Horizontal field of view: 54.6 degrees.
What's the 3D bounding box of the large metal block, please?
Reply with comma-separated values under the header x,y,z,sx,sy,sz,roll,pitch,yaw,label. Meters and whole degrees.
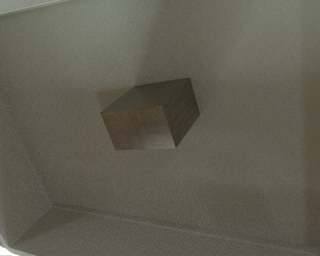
x,y,z,sx,sy,sz,roll,pitch,yaw,label
-0.008,-0.017,0.368,0.080,0.080,0.050,-4,116,30,large metal block
